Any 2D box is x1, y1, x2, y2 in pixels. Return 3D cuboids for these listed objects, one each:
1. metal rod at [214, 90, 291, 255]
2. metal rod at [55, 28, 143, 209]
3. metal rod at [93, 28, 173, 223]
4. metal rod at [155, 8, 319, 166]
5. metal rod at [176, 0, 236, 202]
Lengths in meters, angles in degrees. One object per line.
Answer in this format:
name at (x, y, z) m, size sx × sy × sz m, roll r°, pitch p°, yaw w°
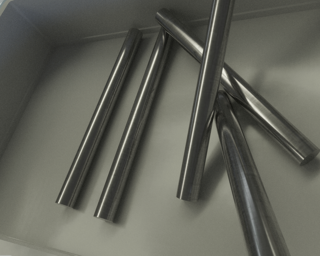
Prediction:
metal rod at (0.070, 0.038, 0.260) m, size 0.025 × 0.025 × 0.300 m, roll -22°, pitch 26°, yaw 14°
metal rod at (-0.083, -0.029, 0.465) m, size 0.025 × 0.025 × 0.300 m, roll 4°, pitch 63°, yaw 30°
metal rod at (-0.028, -0.021, 0.431) m, size 0.025 × 0.025 × 0.300 m, roll 3°, pitch 63°, yaw 29°
metal rod at (0.077, -0.071, 0.392) m, size 0.025 × 0.025 × 0.300 m, roll -38°, pitch 56°, yaw 3°
metal rod at (0.057, -0.068, 0.344) m, size 0.025 × 0.025 × 0.298 m, roll 10°, pitch 90°, yaw 32°
